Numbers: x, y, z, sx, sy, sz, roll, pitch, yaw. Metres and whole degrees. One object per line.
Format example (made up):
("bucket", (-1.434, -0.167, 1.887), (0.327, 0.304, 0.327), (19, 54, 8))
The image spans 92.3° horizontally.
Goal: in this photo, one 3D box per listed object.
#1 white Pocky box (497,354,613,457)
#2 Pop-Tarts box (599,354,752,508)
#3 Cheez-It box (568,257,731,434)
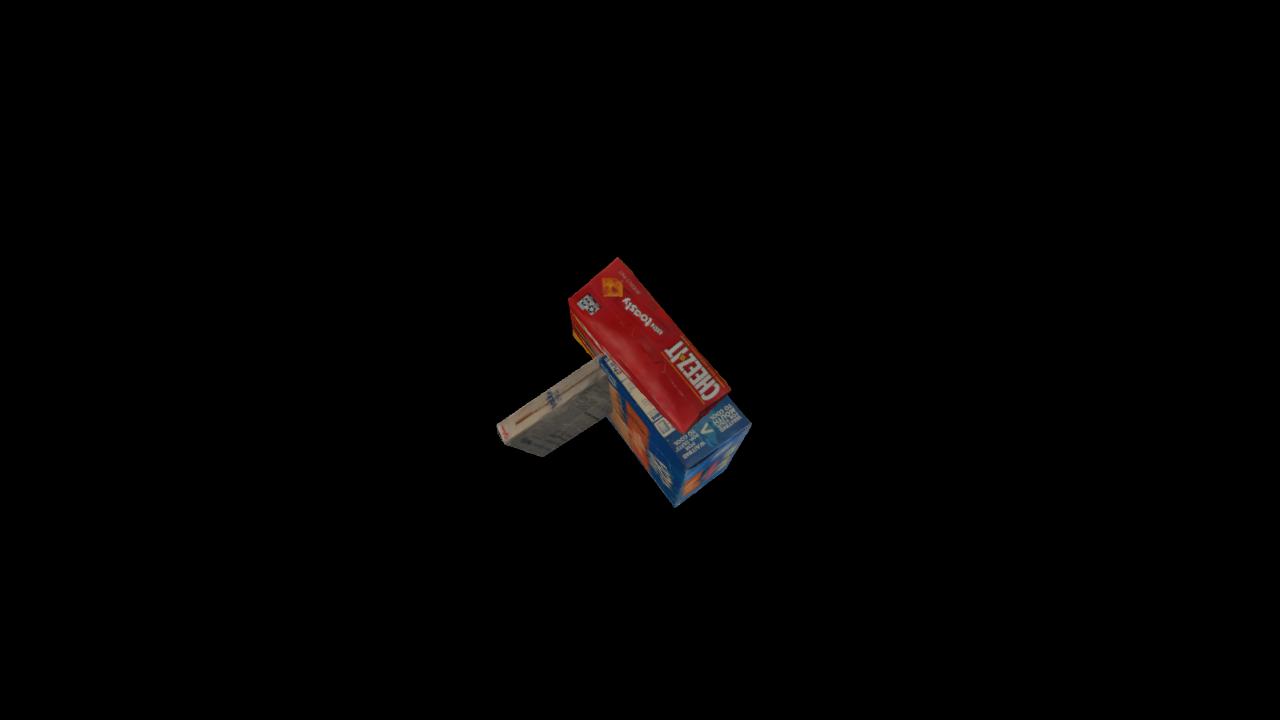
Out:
("white Pocky box", (-0.065, 0.046, 0.646), (0.154, 0.028, 0.084), (-33, -26, 7))
("Pop-Tarts box", (0.030, 0.063, 0.653), (0.083, 0.141, 0.167), (-34, -19, -15))
("Cheez-It box", (0.001, -0.003, 0.663), (0.071, 0.166, 0.223), (-41, -2, -7))
